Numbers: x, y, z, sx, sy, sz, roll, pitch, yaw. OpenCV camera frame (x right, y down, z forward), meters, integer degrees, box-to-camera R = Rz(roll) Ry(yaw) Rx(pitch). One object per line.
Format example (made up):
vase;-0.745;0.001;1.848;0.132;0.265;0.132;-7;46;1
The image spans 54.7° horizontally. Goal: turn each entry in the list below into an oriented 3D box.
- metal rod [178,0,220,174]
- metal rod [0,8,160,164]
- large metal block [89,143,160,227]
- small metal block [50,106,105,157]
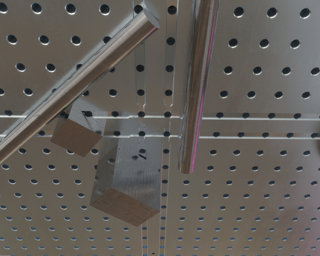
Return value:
metal rod;0.044;-0.054;0.366;0.025;0.025;0.298;1;130;-2
metal rod;-0.121;-0.036;0.379;0.299;0.025;0.025;-34;123;25
large metal block;-0.047;0.082;0.445;0.080;0.080;0.050;34;122;-26
small metal block;-0.110;0.006;0.415;0.050;0.025;0.050;31;124;-24
